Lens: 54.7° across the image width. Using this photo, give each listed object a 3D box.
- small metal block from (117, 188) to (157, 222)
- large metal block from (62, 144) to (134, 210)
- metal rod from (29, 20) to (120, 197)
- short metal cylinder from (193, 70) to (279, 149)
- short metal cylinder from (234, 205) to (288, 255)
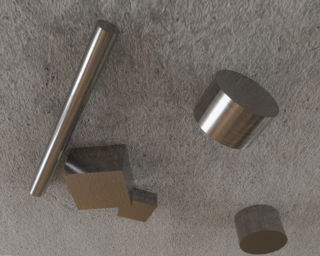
[{"bbox_3d":[-0.038,0.128,0.516,0.050,0.025,0.050,19,127,-16],"label":"small metal block"},{"bbox_3d":[-0.085,0.073,0.452,0.080,0.050,0.080,-5,130,3],"label":"large metal block"},{"bbox_3d":[-0.123,-0.003,0.402,0.025,0.025,0.298,22,127,-18],"label":"metal rod"},{"bbox_3d":[0.086,-0.022,0.354,0.081,0.080,0.050,19,128,-16],"label":"short metal cylinder"},{"bbox_3d":[0.176,0.180,0.547,0.081,0.050,0.079,0,130,0],"label":"short metal cylinder"}]
